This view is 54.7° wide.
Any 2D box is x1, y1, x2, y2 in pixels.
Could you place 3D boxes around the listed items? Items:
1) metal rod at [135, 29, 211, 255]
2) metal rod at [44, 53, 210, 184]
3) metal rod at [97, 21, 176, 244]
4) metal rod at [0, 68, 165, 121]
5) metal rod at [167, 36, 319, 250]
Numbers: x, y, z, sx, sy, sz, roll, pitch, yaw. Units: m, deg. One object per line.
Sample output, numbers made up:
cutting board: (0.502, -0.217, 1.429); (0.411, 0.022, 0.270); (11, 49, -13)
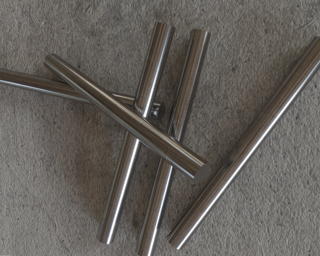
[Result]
metal rod: (0.016, 0.023, 0.403); (0.025, 0.025, 0.298); (16, 95, 19)
metal rod: (-0.061, -0.028, 0.386); (0.300, 0.025, 0.025); (35, 102, 33)
metal rod: (-0.035, 0.017, 0.400); (0.025, 0.025, 0.298); (22, 105, 18)
metal rod: (-0.136, -0.055, 0.457); (0.301, 0.025, 0.025); (14, 95, 19)
metal rod: (0.101, 0.027, 0.373); (0.025, 0.025, 0.299); (37, 102, 16)
